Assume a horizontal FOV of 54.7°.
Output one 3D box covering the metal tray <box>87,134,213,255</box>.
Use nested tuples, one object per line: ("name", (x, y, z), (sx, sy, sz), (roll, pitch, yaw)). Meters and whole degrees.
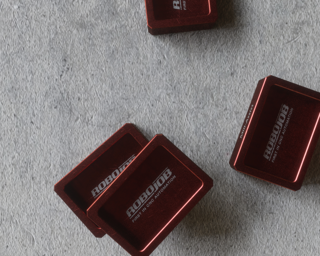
("metal tray", (-0.011, 0.082, 0.376), (0.090, 0.030, 0.130), (42, 90, -1))

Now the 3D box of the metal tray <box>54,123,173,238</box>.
("metal tray", (-0.059, 0.066, 0.406), (0.130, 0.030, 0.090), (-41, 90, 0))

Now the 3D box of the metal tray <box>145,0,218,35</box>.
("metal tray", (0.023, -0.194, 0.407), (0.091, 0.030, 0.129), (-6, 90, 0))

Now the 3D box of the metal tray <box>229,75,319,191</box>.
("metal tray", (0.157, 0.007, 0.408), (0.090, 0.030, 0.129), (20, 90, 0))
